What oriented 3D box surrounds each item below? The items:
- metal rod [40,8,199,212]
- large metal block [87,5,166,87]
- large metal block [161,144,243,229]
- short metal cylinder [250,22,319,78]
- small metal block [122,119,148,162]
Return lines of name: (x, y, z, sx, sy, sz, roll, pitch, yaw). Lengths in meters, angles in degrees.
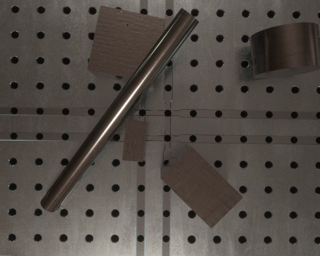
metal rod: (-0.057, -0.011, 0.377, 0.025, 0.025, 0.299, 38, 104, -1)
large metal block: (-0.041, -0.102, 0.400, 0.080, 0.050, 0.080, 12, 90, -1)
large metal block: (0.047, 0.067, 0.387, 0.080, 0.080, 0.050, 45, 90, -1)
short metal cylinder: (0.156, -0.094, 0.388, 0.081, 0.080, 0.050, -6, 90, -1)
small metal block: (-0.031, 0.015, 0.401, 0.025, 0.050, 0.050, 6, 90, 0)
